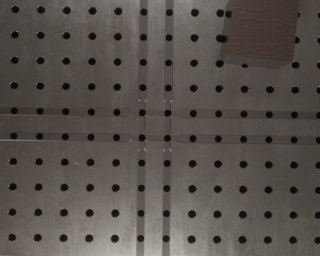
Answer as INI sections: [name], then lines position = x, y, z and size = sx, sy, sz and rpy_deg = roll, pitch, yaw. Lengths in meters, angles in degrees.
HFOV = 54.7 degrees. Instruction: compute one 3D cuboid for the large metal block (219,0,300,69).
[large metal block]
position = 0.127, -0.125, 0.403
size = 0.081, 0.050, 0.079
rpy_deg = 6, 90, -1
